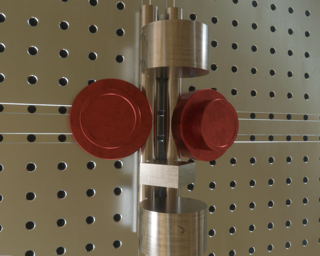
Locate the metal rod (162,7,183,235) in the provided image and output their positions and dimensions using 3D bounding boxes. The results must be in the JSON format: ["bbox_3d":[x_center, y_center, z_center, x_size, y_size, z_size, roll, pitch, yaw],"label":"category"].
[{"bbox_3d":[0.017,-0.009,0.418,0.025,0.025,0.298,1,90,-20],"label":"metal rod"}]

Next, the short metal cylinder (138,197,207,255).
[{"bbox_3d":[0.015,0.115,0.366,0.081,0.080,0.050,1,90,-20],"label":"short metal cylinder"}]

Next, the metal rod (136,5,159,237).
[{"bbox_3d":[-0.016,-0.008,0.406,0.025,0.025,0.298,1,90,-20],"label":"metal rod"}]

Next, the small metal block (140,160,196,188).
[{"bbox_3d":[0.010,0.055,0.378,0.050,0.050,0.025,2,89,-62],"label":"small metal block"}]

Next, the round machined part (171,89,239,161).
[{"bbox_3d":[0.067,-0.004,0.414,0.099,0.042,0.097,0,91,-35],"label":"round machined part"}]

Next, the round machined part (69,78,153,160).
[{"bbox_3d":[-0.058,-0.011,0.369,0.099,0.042,0.097,0,90,-6],"label":"round machined part"}]

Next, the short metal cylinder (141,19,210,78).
[{"bbox_3d":[0.018,-0.090,0.366,0.081,0.080,0.050,1,90,-20],"label":"short metal cylinder"}]
